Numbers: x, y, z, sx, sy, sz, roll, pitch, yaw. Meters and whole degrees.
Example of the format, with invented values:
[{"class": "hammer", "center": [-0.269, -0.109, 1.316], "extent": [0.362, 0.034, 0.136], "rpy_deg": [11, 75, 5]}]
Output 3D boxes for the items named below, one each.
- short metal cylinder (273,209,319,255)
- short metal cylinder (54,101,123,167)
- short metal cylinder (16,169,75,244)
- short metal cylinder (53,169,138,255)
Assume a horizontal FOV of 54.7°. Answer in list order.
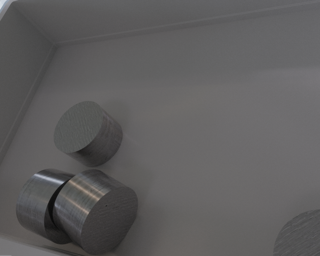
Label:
[{"class": "short metal cylinder", "center": [0.137, 0.112, 0.249], "extent": [0.080, 0.050, 0.080], "rpy_deg": [-13, 56, 21]}, {"class": "short metal cylinder", "center": [-0.101, 0.009, 0.437], "extent": [0.080, 0.050, 0.080], "rpy_deg": [-13, 56, 21]}, {"class": "short metal cylinder", "center": [-0.123, 0.094, 0.378], "extent": [0.050, 0.080, 0.080], "rpy_deg": [8, 66, 32]}, {"class": "short metal cylinder", "center": [-0.071, 0.093, 0.351], "extent": [0.050, 0.080, 0.080], "rpy_deg": [22, 73, 36]}]
